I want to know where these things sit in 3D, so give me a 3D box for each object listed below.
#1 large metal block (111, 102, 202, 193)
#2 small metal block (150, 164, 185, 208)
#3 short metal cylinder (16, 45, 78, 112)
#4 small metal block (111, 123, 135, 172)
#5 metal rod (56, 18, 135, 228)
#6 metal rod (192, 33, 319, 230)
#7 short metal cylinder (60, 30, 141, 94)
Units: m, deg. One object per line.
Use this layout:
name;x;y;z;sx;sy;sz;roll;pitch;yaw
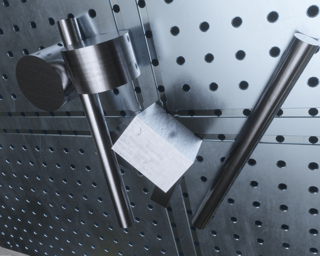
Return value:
large metal block;0.000;0.020;0.380;0.080;0.080;0.050;39;111;1
small metal block;0.014;0.074;0.434;0.025;0.050;0.050;27;128;11
short metal cylinder;-0.150;-0.070;0.431;0.080;0.050;0.079;13;124;21
small metal block;-0.048;0.029;0.455;0.050;0.025;0.050;31;129;8
metal rod;-0.084;0.004;0.429;0.025;0.025;0.298;-5;108;30
metal rod;0.098;0.030;0.377;0.025;0.025;0.298;27;128;11
short metal cylinder;-0.068;-0.078;0.363;0.080;0.080;0.050;-1;118;29
